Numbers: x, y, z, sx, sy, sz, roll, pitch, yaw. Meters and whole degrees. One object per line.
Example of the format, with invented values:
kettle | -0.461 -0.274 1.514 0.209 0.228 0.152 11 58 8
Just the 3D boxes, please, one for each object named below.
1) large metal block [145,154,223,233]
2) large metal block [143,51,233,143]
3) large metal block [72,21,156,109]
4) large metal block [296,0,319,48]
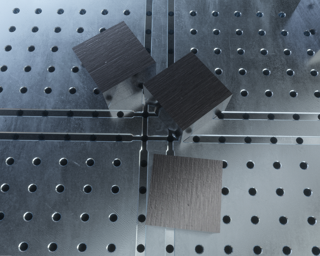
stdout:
large metal block | 0.029 0.079 0.370 0.080 0.050 0.080 6 70 2
large metal block | 0.035 -0.041 0.414 0.080 0.050 0.080 -36 74 -12
large metal block | -0.061 -0.087 0.430 0.080 0.050 0.080 -32 73 -11
large metal block | 0.268 -0.176 0.464 0.080 0.050 0.080 -18 71 -7
